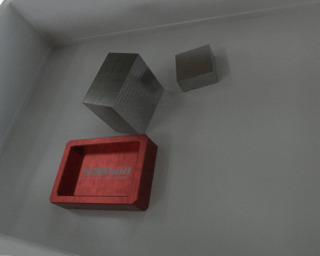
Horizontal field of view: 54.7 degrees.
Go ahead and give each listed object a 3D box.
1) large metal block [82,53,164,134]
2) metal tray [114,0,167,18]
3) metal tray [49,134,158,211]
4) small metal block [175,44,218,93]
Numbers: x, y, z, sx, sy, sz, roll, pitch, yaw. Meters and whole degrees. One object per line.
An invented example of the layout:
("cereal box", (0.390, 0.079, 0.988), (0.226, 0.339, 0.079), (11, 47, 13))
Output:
("large metal block", (-0.046, -0.044, 0.420), (0.050, 0.080, 0.080), (10, 67, 32))
("metal tray", (-0.022, -0.269, 0.580), (0.090, 0.030, 0.130), (4, 64, 29))
("metal tray", (-0.073, 0.058, 0.403), (0.130, 0.030, 0.090), (-5, 59, 25))
("small metal block", (0.050, -0.082, 0.429), (0.050, 0.025, 0.050), (-14, 56, 20))
